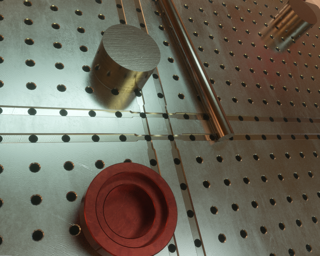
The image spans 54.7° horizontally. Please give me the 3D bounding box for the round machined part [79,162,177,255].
[{"bbox_3d":[-0.035,0.089,0.324,0.099,0.042,0.098,14,56,-21],"label":"round machined part"}]

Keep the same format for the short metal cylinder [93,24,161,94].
[{"bbox_3d":[-0.046,-0.094,0.425,0.081,0.050,0.080,14,56,-21],"label":"short metal cylinder"}]

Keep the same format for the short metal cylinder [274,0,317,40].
[{"bbox_3d":[0.311,-0.251,0.712,0.081,0.050,0.080,14,56,-21],"label":"short metal cylinder"}]

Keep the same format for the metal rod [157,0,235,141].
[{"bbox_3d":[0.049,-0.117,0.505,0.025,0.025,0.299,-7,65,-31],"label":"metal rod"}]
